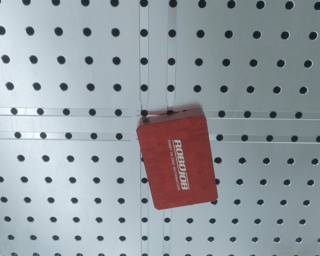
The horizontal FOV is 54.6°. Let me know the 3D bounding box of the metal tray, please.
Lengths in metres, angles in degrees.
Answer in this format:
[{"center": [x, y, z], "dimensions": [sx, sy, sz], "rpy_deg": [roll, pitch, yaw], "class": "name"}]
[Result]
[{"center": [0.025, 0.045, 0.427], "dimensions": [0.090, 0.030, 0.129], "rpy_deg": [-10, 110, 3], "class": "metal tray"}]
